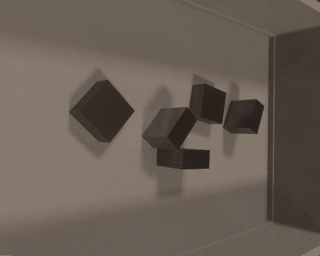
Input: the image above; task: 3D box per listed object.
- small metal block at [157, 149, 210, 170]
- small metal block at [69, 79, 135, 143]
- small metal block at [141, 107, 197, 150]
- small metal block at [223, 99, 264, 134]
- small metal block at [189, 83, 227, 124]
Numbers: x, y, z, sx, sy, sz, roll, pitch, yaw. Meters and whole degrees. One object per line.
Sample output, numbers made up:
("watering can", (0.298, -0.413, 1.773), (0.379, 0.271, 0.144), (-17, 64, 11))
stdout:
("small metal block", (0.031, 0.041, 0.419), (0.050, 0.050, 0.025), (5, 87, -40))
("small metal block", (-0.065, -0.019, 0.354), (0.050, 0.025, 0.050), (50, 60, -29))
("small metal block", (0.012, 0.000, 0.402), (0.025, 0.050, 0.050), (50, 60, -29))
("small metal block", (0.137, -0.018, 0.508), (0.025, 0.050, 0.050), (31, 71, -36))
("small metal block", (0.072, -0.035, 0.470), (0.050, 0.025, 0.050), (15, 80, -39))
